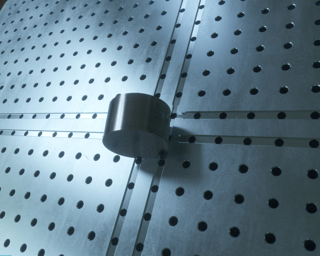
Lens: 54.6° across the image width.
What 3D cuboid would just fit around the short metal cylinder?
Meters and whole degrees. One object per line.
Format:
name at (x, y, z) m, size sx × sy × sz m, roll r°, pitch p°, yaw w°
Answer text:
short metal cylinder at (-0.028, -0.001, 0.389) m, size 0.080 × 0.080 × 0.050 m, roll -9°, pitch 58°, yaw 23°
